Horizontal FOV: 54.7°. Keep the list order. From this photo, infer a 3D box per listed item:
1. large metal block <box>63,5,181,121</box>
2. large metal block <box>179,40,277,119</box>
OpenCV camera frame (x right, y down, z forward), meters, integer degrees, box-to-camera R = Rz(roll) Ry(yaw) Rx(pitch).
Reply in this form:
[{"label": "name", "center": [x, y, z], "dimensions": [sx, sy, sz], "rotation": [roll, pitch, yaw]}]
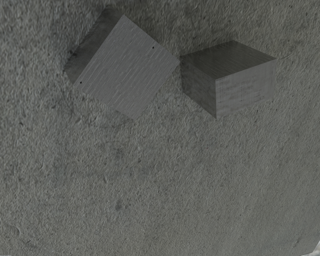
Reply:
[{"label": "large metal block", "center": [-0.040, -0.067, 0.327], "dimensions": [0.080, 0.050, 0.080], "rotation": [31, 101, -38]}, {"label": "large metal block", "center": [0.080, -0.062, 0.376], "dimensions": [0.081, 0.080, 0.050], "rotation": [-21, 126, -16]}]
